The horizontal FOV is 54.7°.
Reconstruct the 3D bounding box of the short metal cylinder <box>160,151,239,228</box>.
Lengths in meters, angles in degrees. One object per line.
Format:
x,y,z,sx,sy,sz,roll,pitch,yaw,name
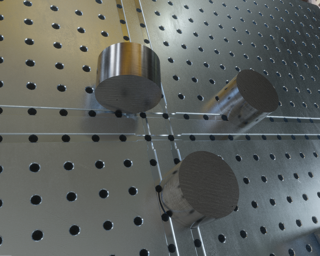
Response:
0.046,0.074,0.372,0.081,0.050,0.080,14,56,-21,short metal cylinder

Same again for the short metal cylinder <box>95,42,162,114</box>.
-0.039,-0.060,0.388,0.081,0.080,0.050,11,57,-22,short metal cylinder

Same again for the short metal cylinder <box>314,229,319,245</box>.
0.261,0.154,0.419,0.081,0.080,0.050,-10,67,-32,short metal cylinder

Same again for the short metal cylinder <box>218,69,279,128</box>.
0.140,-0.046,0.495,0.081,0.050,0.080,14,56,-21,short metal cylinder
